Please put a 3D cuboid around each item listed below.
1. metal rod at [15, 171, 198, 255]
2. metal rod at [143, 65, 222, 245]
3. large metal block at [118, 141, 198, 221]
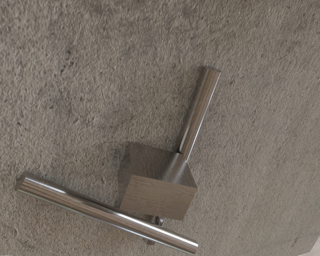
[{"bbox_3d":[-0.054,0.130,0.437,0.301,0.025,0.025,33,100,-32],"label":"metal rod"},{"bbox_3d":[0.026,0.054,0.456,0.025,0.025,0.298,3,117,-31],"label":"metal rod"},{"bbox_3d":[-0.007,0.066,0.396,0.081,0.080,0.050,15,112,-16],"label":"large metal block"}]
